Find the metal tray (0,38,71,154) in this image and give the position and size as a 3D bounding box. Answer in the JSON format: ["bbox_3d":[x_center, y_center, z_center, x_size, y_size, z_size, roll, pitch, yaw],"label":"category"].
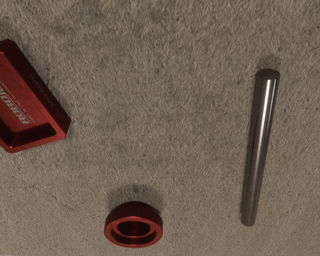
[{"bbox_3d":[-0.181,-0.032,0.374,0.090,0.030,0.130,-16,129,13],"label":"metal tray"}]

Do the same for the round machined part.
[{"bbox_3d":[-0.045,0.163,0.535,0.099,0.042,0.097,-1,130,0],"label":"round machined part"}]

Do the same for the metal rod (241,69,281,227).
[{"bbox_3d":[0.141,0.051,0.452,0.025,0.025,0.298,-5,130,3],"label":"metal rod"}]
